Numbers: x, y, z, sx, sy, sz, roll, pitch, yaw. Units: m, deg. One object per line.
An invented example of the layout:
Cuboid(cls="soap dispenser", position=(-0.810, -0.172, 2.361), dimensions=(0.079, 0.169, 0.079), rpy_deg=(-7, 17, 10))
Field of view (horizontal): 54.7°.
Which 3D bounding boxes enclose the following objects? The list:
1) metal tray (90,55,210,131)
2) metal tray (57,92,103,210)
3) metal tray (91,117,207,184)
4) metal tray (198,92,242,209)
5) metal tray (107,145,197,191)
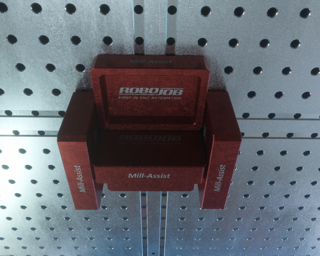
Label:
Cuboid(cls="metal tray", position=(-0.011, -0.040, 0.374), dimensions=(0.131, 0.030, 0.089), rpy_deg=(0, 130, -1))
Cuboid(cls="metal tray", position=(-0.093, 0.031, 0.393), dimensions=(0.030, 0.090, 0.129), rpy_deg=(1, 130, -1))
Cuboid(cls="metal tray", position=(-0.013, 0.026, 0.388), dimensions=(0.131, 0.090, 0.030), rpy_deg=(1, 130, -1))
Cuboid(cls="metal tray", position=(0.069, 0.030, 0.395), dimensions=(0.030, 0.090, 0.129), rpy_deg=(1, 130, -1))
Cuboid(cls="metal tray", position=(-0.013, 0.053, 0.451), dimensions=(0.131, 0.030, 0.089), rpy_deg=(0, 130, -1))
